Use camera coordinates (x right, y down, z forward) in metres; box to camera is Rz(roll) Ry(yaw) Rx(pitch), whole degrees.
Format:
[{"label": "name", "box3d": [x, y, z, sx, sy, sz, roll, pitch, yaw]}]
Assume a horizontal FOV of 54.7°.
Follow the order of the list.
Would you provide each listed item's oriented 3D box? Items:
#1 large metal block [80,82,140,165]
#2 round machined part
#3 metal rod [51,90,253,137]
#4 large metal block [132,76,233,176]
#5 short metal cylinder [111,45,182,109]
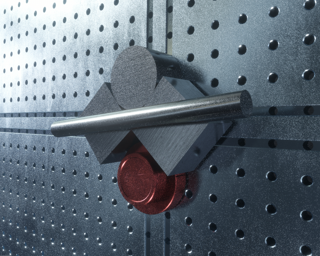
[{"label": "large metal block", "box3d": [-0.063, -0.006, 0.439, 0.080, 0.050, 0.080, -47, 64, 29]}, {"label": "round machined part", "box3d": [-0.018, 0.065, 0.408, 0.098, 0.042, 0.097, 0, 90, 40]}, {"label": "metal rod", "box3d": [-0.038, -0.010, 0.368, 0.300, 0.025, 0.025, -6, 86, 40]}, {"label": "large metal block", "box3d": [0.023, -0.003, 0.366, 0.080, 0.050, 0.080, 50, 120, 28]}, {"label": "short metal cylinder", "box3d": [-0.018, -0.062, 0.403, 0.080, 0.050, 0.079, 0, 90, 40]}]
